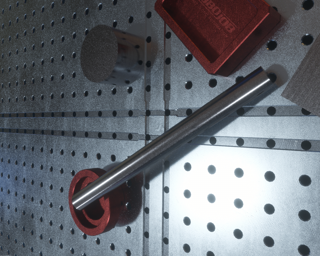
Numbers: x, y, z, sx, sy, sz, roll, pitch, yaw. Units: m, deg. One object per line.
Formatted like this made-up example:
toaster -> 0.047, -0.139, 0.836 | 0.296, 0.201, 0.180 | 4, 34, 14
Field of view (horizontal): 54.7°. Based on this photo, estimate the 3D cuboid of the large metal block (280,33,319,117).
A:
large metal block -> 0.165, -0.041, 0.257 | 0.080, 0.050, 0.079 | 40, 114, 32

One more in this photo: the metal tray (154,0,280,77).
metal tray -> 0.059, -0.134, 0.356 | 0.090, 0.030, 0.130 | -48, 62, 29

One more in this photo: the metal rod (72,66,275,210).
metal rod -> -0.002, 0.025, 0.377 | 0.299, 0.025, 0.025 | -35, 68, 23

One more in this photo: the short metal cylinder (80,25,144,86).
short metal cylinder -> -0.070, -0.103, 0.448 | 0.080, 0.050, 0.079 | 0, 90, 39

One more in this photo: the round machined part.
round machined part -> -0.093, 0.109, 0.472 | 0.098, 0.042, 0.097 | 0, 90, 39
